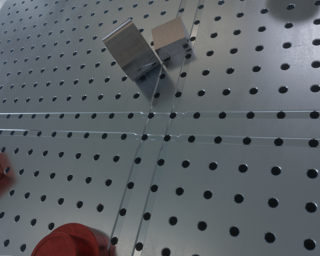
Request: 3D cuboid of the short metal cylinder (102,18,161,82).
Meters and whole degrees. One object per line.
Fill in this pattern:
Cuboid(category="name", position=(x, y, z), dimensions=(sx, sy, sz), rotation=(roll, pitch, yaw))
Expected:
Cuboid(category="short metal cylinder", position=(-0.043, -0.117, 0.467), dimensions=(0.050, 0.080, 0.080), rotation=(-35, 51, 5))

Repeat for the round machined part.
Cuboid(category="round machined part", position=(-0.112, 0.159, 0.359), dimensions=(0.098, 0.042, 0.098), rotation=(-13, 56, 21))

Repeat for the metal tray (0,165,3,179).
Cuboid(category="metal tray", position=(-0.335, 0.092, 0.524), dimensions=(0.130, 0.030, 0.090), rotation=(-43, 51, -2))

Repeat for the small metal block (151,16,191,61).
Cuboid(category="small metal block", position=(0.017, -0.140, 0.486), dimensions=(0.050, 0.025, 0.050), rotation=(-20, 54, 16))
